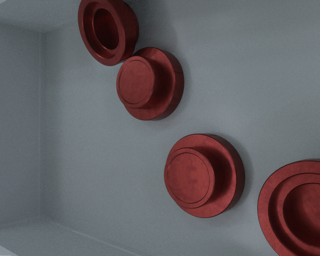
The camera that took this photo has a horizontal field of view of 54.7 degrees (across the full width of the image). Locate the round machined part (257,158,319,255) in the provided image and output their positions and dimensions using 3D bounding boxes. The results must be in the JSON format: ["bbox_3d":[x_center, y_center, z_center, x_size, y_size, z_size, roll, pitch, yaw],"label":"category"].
[{"bbox_3d":[0.143,0.076,0.277,0.098,0.042,0.097,0,90,39],"label":"round machined part"}]

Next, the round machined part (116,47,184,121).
[{"bbox_3d":[-0.020,-0.059,0.410,0.098,0.042,0.097,0,90,39],"label":"round machined part"}]

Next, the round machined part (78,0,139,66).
[{"bbox_3d":[-0.067,-0.140,0.433,0.098,0.042,0.097,26,132,33],"label":"round machined part"}]

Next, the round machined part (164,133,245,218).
[{"bbox_3d":[0.044,0.055,0.358,0.098,0.042,0.097,0,90,39],"label":"round machined part"}]
